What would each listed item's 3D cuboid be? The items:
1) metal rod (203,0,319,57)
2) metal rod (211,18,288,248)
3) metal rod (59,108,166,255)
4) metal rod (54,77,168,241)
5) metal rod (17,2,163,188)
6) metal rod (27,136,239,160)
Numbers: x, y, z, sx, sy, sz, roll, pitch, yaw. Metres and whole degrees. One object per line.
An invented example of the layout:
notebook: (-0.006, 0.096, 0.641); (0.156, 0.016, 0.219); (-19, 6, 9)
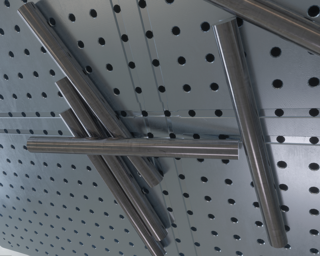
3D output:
metal rod: (0.071, -0.123, 0.297); (0.301, 0.025, 0.025); (30, 128, 9)
metal rod: (0.112, 0.023, 0.366); (0.025, 0.025, 0.299); (-7, 115, 31)
metal rod: (-0.072, 0.098, 0.510); (0.025, 0.025, 0.299); (-18, 109, 35)
metal rod: (-0.068, 0.055, 0.482); (0.025, 0.025, 0.299); (-18, 109, 35)
metal rod: (-0.091, -0.039, 0.435); (0.025, 0.025, 0.300); (-27, 104, 37)
metal rod: (-0.048, 0.026, 0.422); (0.301, 0.025, 0.025); (0, 119, 17)
